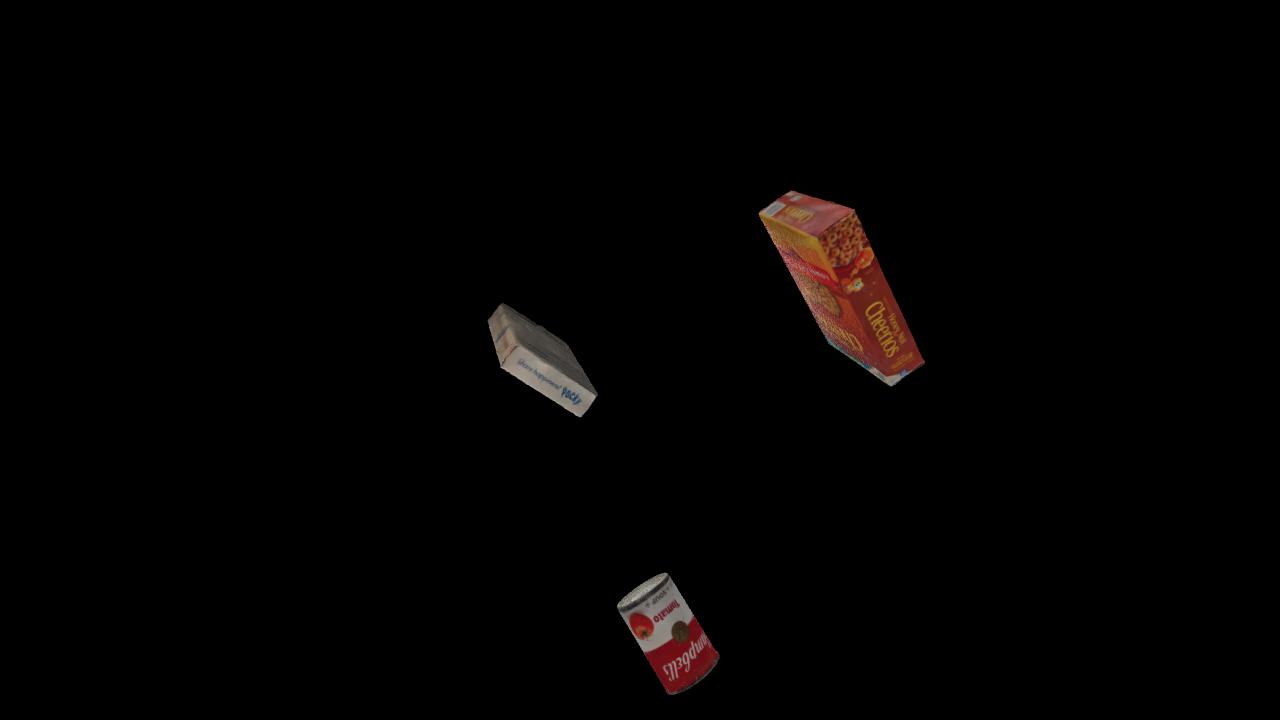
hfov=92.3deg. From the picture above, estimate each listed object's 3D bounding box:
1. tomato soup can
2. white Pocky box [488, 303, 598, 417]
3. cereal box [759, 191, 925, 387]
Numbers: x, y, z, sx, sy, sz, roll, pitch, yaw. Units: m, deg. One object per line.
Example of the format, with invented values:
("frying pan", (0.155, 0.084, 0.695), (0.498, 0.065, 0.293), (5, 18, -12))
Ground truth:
("tomato soup can", (0.029, 0.289, 0.656), (0.068, 0.101, 0.068), (-32, -9, -6))
("white Pocky box", (-0.093, -0.006, 0.561), (0.084, 0.028, 0.154), (35, 5, -24))
("cereal box", (0.327, -0.118, 1.006), (0.081, 0.306, 0.203), (-35, 27, 2))
